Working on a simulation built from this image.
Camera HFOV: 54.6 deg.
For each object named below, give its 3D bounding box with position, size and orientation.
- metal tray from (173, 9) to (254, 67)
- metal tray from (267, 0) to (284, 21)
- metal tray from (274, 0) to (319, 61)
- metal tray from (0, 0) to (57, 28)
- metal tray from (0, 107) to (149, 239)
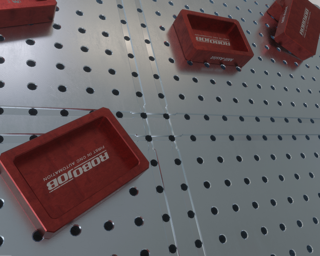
[{"bbox_3d":[0.096,-0.159,0.552,0.131,0.030,0.090,-1,62,-29],"label":"metal tray"},{"bbox_3d":[0.320,-0.287,0.750,0.090,0.030,0.131,41,51,-1],"label":"metal tray"},{"bbox_3d":[0.307,-0.224,0.681,0.090,0.030,0.130,29,67,-16],"label":"metal tray"},{"bbox_3d":[-0.209,-0.196,0.411,0.091,0.030,0.130,-24,75,-36],"label":"metal tray"},{"bbox_3d":[-0.087,0.041,0.332,0.131,0.030,0.090,-31,79,-38],"label":"metal tray"}]
